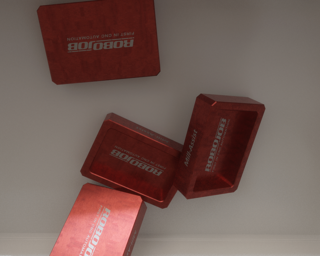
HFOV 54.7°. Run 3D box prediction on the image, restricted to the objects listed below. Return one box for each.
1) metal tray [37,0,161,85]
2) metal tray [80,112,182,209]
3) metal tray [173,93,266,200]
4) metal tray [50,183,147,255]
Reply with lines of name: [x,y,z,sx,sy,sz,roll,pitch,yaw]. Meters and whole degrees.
metal tray: [-0.068,-0.104,0.369,0.131,0.030,0.089,-5,110,1]
metal tray: [-0.030,0.047,0.425,0.131,0.030,0.089,25,108,-10]
metal tray: [0.075,0.024,0.396,0.091,0.030,0.129,0,113,-33]
metal tray: [-0.081,0.143,0.399,0.090,0.130,0.030,10,148,17]
